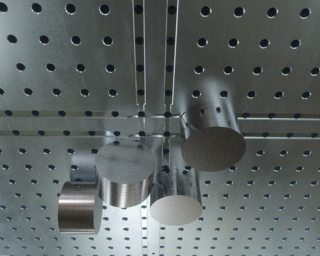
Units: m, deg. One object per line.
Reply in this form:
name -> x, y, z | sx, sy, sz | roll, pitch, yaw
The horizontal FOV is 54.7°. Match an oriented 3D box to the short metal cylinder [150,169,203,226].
short metal cylinder -> 0.024, 0.111, 0.490 | 0.081, 0.050, 0.079 | -1, 131, 0

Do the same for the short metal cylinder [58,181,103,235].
short metal cylinder -> -0.120, 0.123, 0.478 | 0.050, 0.080, 0.079 | 1, 130, -1

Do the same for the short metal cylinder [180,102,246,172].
short metal cylinder -> 0.067, 0.012, 0.407 | 0.081, 0.050, 0.079 | 0, 130, 0

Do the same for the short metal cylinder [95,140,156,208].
short metal cylinder -> -0.049, 0.062, 0.428 | 0.081, 0.080, 0.050 | 5, 130, -5
